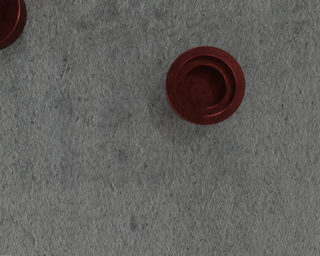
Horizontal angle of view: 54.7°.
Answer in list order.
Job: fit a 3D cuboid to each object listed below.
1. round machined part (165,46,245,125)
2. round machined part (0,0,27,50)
[{"bbox_3d":[0.056,-0.052,0.402,0.099,0.042,0.097,0,90,0],"label":"round machined part"},{"bbox_3d":[-0.221,-0.147,0.400,0.099,0.042,0.097,0,90,0],"label":"round machined part"}]
